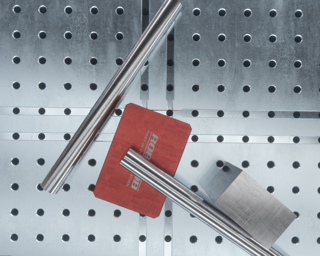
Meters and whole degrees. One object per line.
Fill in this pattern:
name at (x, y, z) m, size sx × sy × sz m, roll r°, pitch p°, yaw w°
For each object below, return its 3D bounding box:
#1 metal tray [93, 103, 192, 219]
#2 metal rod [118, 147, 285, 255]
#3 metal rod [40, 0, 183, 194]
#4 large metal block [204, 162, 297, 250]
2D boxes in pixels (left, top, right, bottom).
metal tray at (-0.022, 0.042, 0.411) m, size 0.090 × 0.030 × 0.129 m, roll 21°, pitch 90°, yaw 0°
metal rod at (0.077, 0.120, 0.394) m, size 0.301 × 0.025 × 0.025 m, roll 36°, pitch 90°, yaw -8°
metal rod at (-0.064, -0.043, 0.412) m, size 0.025 × 0.025 × 0.299 m, roll 34°, pitch 90°, yaw 0°
large metal block at (0.107, 0.092, 0.387) m, size 0.080 × 0.080 × 0.050 m, roll 40°, pitch 90°, yaw 0°
